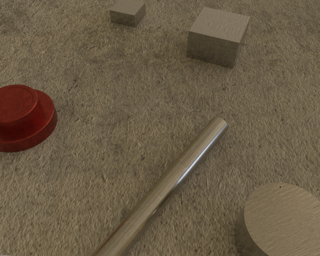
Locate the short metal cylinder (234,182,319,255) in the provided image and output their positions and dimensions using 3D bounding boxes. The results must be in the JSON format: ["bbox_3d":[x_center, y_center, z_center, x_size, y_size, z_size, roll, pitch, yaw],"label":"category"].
[{"bbox_3d":[0.118,0.101,0.304,0.081,0.050,0.080,0,50,0],"label":"short metal cylinder"}]

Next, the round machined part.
[{"bbox_3d":[-0.190,-0.020,0.406,0.099,0.042,0.098,0,50,0],"label":"round machined part"}]

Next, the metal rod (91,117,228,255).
[{"bbox_3d":[-0.013,0.087,0.330,0.025,0.025,0.301,31,56,23],"label":"metal rod"}]

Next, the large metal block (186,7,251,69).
[{"bbox_3d":[0.097,-0.152,0.516,0.080,0.050,0.080,18,52,14],"label":"large metal block"}]

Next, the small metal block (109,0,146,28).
[{"bbox_3d":[-0.060,-0.219,0.587,0.050,0.025,0.050,17,52,13],"label":"small metal block"}]
